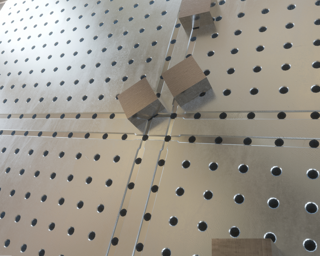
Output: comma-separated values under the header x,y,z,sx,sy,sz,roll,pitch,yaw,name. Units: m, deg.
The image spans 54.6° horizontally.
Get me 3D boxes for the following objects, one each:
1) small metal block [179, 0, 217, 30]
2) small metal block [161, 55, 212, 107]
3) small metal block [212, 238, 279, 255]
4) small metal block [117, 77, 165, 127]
x,y,z,sx,sy,sz,roll,pitch,yaw,name
0.061,-0.189,0.493,0.050,0.025,0.050,-3,60,26,small metal block
0.036,-0.065,0.430,0.050,0.025,0.050,-31,52,8,small metal block
0.078,0.117,0.279,0.050,0.050,0.025,-9,58,23,small metal block
-0.028,-0.038,0.447,0.050,0.025,0.050,-33,51,6,small metal block
